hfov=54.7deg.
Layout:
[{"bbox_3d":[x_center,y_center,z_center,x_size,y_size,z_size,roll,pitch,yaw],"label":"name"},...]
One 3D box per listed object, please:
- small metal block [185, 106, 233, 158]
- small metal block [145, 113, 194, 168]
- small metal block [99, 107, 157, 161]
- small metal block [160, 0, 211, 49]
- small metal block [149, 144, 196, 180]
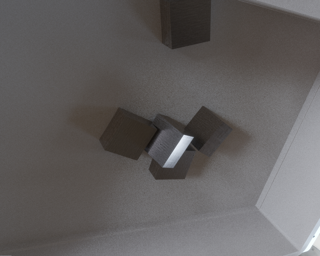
[{"bbox_3d":[0.065,0.004,0.433,0.025,0.050,0.050,32,101,-39],"label":"small metal block"},{"bbox_3d":[0.007,0.017,0.405,0.025,0.050,0.050,14,112,-54],"label":"small metal block"},{"bbox_3d":[-0.040,0.008,0.393,0.050,0.025,0.050,23,106,-37],"label":"small metal block"},{"bbox_3d":[0.029,-0.122,0.351,0.050,0.025,0.050,-17,126,-19],"label":"small metal block"},{"bbox_3d":[0.018,0.047,0.449,0.050,0.025,0.050,5,116,-31],"label":"small metal block"}]
